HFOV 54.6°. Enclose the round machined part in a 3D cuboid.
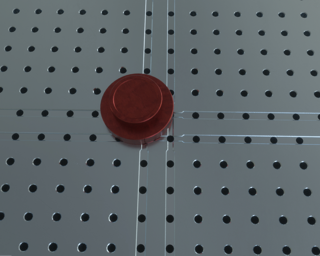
[{"bbox_3d":[-0.031,-0.031,0.414,0.099,0.042,0.098,0,70,1],"label":"round machined part"}]
